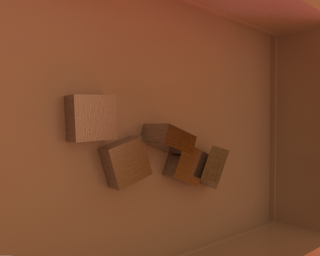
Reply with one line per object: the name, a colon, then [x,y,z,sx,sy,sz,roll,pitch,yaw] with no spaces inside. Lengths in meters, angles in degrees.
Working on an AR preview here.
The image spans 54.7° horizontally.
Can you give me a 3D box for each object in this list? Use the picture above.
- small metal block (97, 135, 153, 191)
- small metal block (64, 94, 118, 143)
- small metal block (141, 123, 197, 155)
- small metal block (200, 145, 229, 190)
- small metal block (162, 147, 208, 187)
small metal block: [-0.041,0.040,0.372,0.050,0.025,0.050,-22,104,-38]
small metal block: [-0.076,-0.011,0.343,0.050,0.025,0.050,-4,93,-40]
small metal block: [0.010,0.014,0.398,0.050,0.050,0.025,25,75,-37]
small metal block: [0.080,0.059,0.456,0.050,0.025,0.050,74,36,-68]
small metal block: [0.036,0.051,0.437,0.050,0.025,0.050,29,72,-36]
